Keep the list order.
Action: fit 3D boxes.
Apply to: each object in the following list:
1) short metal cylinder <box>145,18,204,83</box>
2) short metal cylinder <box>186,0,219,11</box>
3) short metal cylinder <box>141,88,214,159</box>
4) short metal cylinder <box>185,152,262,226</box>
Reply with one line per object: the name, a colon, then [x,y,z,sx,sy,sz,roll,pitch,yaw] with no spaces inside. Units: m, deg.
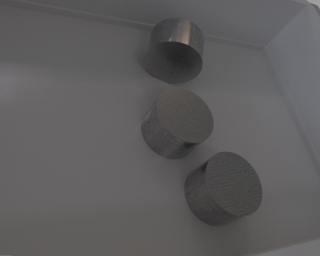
short metal cylinder: [0.022,-0.110,0.450,0.080,0.080,0.050,20,54,-17]
short metal cylinder: [0.086,-0.280,0.609,0.081,0.050,0.080,14,56,-21]
short metal cylinder: [0.022,-0.006,0.405,0.081,0.050,0.080,14,56,-21]
short metal cylinder: [0.078,0.076,0.385,0.081,0.050,0.080,14,56,-21]
